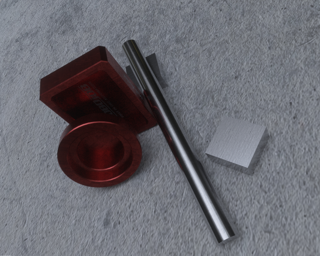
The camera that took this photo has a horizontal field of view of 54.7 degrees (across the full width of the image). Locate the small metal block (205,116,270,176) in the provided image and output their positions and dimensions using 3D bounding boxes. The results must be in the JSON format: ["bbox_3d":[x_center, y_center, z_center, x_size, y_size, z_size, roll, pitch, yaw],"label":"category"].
[{"bbox_3d":[0.087,0.019,0.346,0.050,0.025,0.050,18,71,34],"label":"small metal block"}]

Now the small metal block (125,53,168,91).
[{"bbox_3d":[-0.020,-0.077,0.460,0.050,0.025,0.050,-23,53,13],"label":"small metal block"}]

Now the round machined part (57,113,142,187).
[{"bbox_3d":[-0.073,0.023,0.384,0.098,0.098,0.042,-30,32,8],"label":"round machined part"}]

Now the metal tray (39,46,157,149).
[{"bbox_3d":[-0.072,-0.030,0.390,0.090,0.130,0.030,-27,49,11],"label":"metal tray"}]

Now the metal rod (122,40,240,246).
[{"bbox_3d":[0.011,-0.006,0.380,0.025,0.025,0.299,-31,58,8],"label":"metal rod"}]
